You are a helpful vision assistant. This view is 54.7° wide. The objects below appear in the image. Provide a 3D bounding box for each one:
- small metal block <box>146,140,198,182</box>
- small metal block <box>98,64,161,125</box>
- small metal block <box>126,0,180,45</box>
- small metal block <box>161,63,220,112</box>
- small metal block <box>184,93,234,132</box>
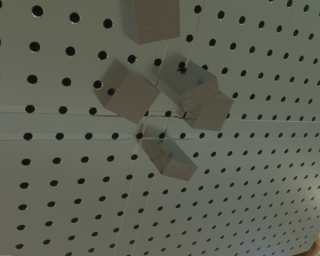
[{"bbox_3d":[0.017,0.046,0.434,0.050,0.050,0.025,21,107,-36],"label":"small metal block"},{"bbox_3d":[-0.036,-0.039,0.369,0.050,0.025,0.050,28,103,-38],"label":"small metal block"},{"bbox_3d":[-0.007,-0.122,0.333,0.050,0.025,0.050,-17,125,-19],"label":"small metal block"},{"bbox_3d":[0.037,-0.052,0.385,0.050,0.050,0.025,-28,128,-11],"label":"small metal block"},{"bbox_3d":[0.068,-0.025,0.435,0.050,0.025,0.050,6,115,-32],"label":"small metal block"}]
